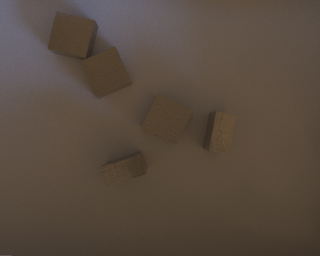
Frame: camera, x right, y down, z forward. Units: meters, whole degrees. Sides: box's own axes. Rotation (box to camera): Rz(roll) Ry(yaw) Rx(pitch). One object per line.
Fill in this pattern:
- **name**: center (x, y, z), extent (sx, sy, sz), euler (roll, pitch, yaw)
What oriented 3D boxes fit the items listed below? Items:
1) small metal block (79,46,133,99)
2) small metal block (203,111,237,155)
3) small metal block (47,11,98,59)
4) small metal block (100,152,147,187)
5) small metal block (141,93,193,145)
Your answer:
- **small metal block**: center (-0.070, -0.073, 0.410), extent (0.050, 0.025, 0.050), euler (-24, 90, -1)
- **small metal block**: center (0.076, 0.006, 0.400), extent (0.025, 0.050, 0.050), euler (11, 90, 0)
- **small metal block**: center (-0.114, -0.120, 0.410), extent (0.050, 0.025, 0.050), euler (13, 90, -1)
- **small metal block**: center (-0.045, 0.052, 0.398), extent (0.050, 0.050, 0.025), euler (-18, 90, 0)
- **small metal block**: center (0.009, -0.011, 0.412), extent (0.050, 0.025, 0.050), euler (26, 90, -1)
